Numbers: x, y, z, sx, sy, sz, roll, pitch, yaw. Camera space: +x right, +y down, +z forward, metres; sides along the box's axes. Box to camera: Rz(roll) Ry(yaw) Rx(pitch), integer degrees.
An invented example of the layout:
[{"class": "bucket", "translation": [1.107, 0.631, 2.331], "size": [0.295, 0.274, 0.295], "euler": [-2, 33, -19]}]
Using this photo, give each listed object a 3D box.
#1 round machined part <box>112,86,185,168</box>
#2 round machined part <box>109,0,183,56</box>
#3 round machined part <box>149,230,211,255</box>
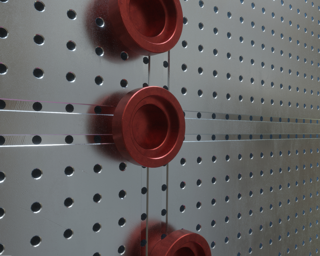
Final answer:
[{"class": "round machined part", "translation": [-0.018, -0.001, 0.385], "size": [0.099, 0.042, 0.097], "euler": [0, 90, -40]}, {"class": "round machined part", "translation": [-0.021, -0.138, 0.382], "size": [0.099, 0.042, 0.097], "euler": [0, 90, -40]}, {"class": "round machined part", "translation": [0.022, 0.187, 0.419], "size": [0.099, 0.042, 0.097], "euler": [0, 90, -40]}]
